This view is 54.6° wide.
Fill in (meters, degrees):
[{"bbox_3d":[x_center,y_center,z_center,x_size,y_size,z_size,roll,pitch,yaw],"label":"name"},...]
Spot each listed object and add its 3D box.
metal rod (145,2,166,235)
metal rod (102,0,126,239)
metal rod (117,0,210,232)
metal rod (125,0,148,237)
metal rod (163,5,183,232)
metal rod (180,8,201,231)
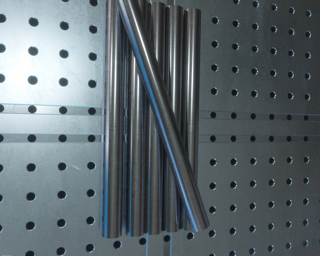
[{"bbox_3d":[-0.007,-0.013,0.409,0.025,0.025,0.298,1,90,-20],"label":"metal rod"},{"bbox_3d":[-0.058,-0.015,0.390,0.025,0.025,0.298,1,90,-20],"label":"metal rod"},{"bbox_3d":[0.007,-0.012,0.388,0.025,0.025,0.299,-20,97,-19],"label":"metal rod"},{"bbox_3d":[-0.030,-0.013,0.400,0.025,0.025,0.298,1,90,-20],"label":"metal rod"},{"bbox_3d":[0.016,-0.012,0.419,0.025,0.025,0.298,1,90,-20],"label":"metal rod"},{"bbox_3d":[0.041,-0.012,0.428,0.025,0.025,0.298,1,90,-20],"label":"metal rod"}]
